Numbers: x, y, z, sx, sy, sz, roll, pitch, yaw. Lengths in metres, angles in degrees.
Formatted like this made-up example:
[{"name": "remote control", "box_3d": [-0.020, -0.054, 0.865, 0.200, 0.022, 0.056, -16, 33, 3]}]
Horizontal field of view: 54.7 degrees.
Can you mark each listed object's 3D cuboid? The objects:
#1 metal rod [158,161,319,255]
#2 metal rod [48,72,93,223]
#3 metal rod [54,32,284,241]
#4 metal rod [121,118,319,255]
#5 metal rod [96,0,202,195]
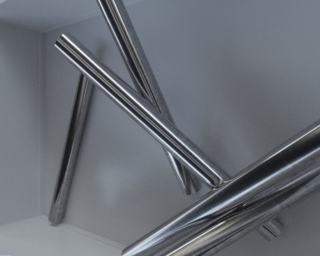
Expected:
[{"name": "metal rod", "box_3d": [0.023, 0.122, 0.294, 0.301, 0.025, 0.025, -32, 67, 3]}, {"name": "metal rod", "box_3d": [-0.149, 0.025, 0.526, 0.025, 0.025, 0.298, 26, 106, 37]}, {"name": "metal rod", "box_3d": [0.005, 0.005, 0.326, 0.300, 0.025, 0.025, 42, 118, 5]}, {"name": "metal rod", "box_3d": [0.057, 0.070, 0.297, 0.299, 0.025, 0.025, -43, 65, 32]}, {"name": "metal rod", "box_3d": [-0.020, -0.059, 0.342, 0.025, 0.025, 0.299, -13, 107, 39]}]
